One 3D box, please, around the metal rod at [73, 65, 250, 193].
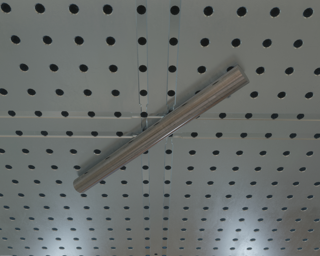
[{"bbox_3d":[-0.015,0.014,0.422,0.299,0.025,0.025,-35,122,25],"label":"metal rod"}]
